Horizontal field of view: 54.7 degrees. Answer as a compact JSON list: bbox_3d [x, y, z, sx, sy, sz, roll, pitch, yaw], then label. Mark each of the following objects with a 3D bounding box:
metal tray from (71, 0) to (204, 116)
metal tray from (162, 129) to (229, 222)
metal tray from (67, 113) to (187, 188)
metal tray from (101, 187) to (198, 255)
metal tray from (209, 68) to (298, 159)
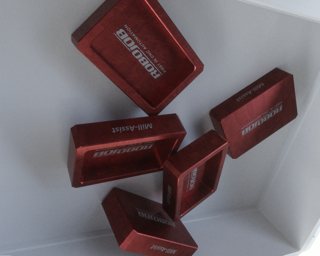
[{"bbox_3d":[-0.019,-0.082,0.345,0.090,0.030,0.130,-45,130,2],"label":"metal tray"},{"bbox_3d":[0.048,0.072,0.444,0.091,0.030,0.129,-31,145,-25],"label":"metal tray"},{"bbox_3d":[-0.042,0.028,0.379,0.131,0.030,0.089,-8,145,-25],"label":"metal tray"},{"bbox_3d":[-0.014,0.141,0.447,0.131,0.090,0.030,30,102,-38],"label":"metal tray"},{"bbox_3d":[0.147,-0.021,0.475,0.131,0.030,0.090,-33,129,-7],"label":"metal tray"}]
